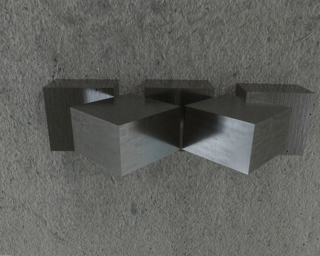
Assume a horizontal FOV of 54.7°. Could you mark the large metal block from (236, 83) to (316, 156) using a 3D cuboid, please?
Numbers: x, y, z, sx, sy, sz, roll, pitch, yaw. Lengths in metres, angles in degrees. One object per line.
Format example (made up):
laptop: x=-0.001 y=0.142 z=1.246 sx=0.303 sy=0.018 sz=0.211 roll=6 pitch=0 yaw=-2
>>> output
large metal block: x=0.140 y=-0.012 z=0.395 sx=0.081 sy=0.050 sz=0.079 roll=1 pitch=110 yaw=-1

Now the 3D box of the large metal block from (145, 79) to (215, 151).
large metal block: x=0.022 y=-0.017 z=0.392 sx=0.081 sy=0.050 sz=0.079 roll=1 pitch=110 yaw=-1

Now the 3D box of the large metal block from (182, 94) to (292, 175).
large metal block: x=0.082 y=0.001 z=0.332 sx=0.080 sy=0.081 sz=0.050 roll=19 pitch=116 yaw=40

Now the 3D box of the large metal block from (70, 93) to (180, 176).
large metal block: x=-0.036 y=0.001 z=0.328 sx=0.081 sy=0.080 sz=0.050 roll=-20 pitch=118 yaw=-42

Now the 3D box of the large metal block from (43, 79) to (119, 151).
large metal block: x=-0.094 y=-0.017 z=0.390 sx=0.081 sy=0.050 sz=0.079 roll=0 pitch=110 yaw=-1
